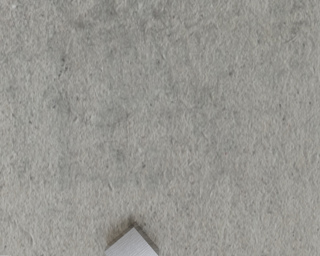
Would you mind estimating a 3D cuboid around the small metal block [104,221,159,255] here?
[{"bbox_3d":[-0.037,0.162,0.410,0.050,0.025,0.050,-40,91,0],"label":"small metal block"}]
